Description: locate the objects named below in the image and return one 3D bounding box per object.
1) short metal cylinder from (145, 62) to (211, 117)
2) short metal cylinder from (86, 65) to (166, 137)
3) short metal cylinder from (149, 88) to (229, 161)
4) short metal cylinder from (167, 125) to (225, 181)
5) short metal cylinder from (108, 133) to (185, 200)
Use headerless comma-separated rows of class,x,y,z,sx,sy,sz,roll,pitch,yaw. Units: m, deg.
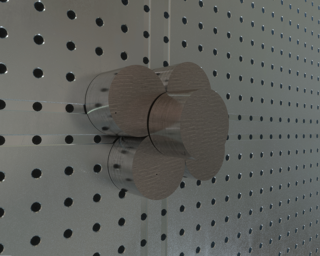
short metal cylinder,0.023,-0.044,0.413,0.081,0.050,0.079,0,90,-40
short metal cylinder,-0.038,-0.030,0.361,0.081,0.050,0.079,0,90,-40
short metal cylinder,0.034,-0.004,0.356,0.081,0.050,0.079,-2,93,-41
short metal cylinder,0.045,0.030,0.432,0.081,0.050,0.079,0,90,-40
short metal cylinder,-0.016,0.044,0.381,0.081,0.050,0.079,0,90,-40
